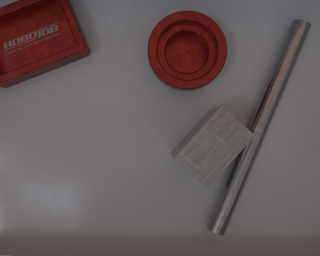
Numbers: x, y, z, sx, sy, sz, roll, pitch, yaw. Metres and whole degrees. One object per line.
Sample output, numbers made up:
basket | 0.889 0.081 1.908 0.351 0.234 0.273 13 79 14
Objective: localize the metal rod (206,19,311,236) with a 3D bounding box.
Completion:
metal rod | 0.131 -0.001 0.413 0.025 0.025 0.299 23 90 -1

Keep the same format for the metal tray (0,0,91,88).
metal tray | -0.170 -0.117 0.406 0.131 0.030 0.090 -22 90 -1

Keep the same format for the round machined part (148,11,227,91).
round machined part | 0.034 -0.097 0.403 0.099 0.042 0.097 0 90 -1

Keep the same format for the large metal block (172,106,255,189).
large metal block | 0.061 0.021 0.385 0.050 0.080 0.080 42 90 -1
